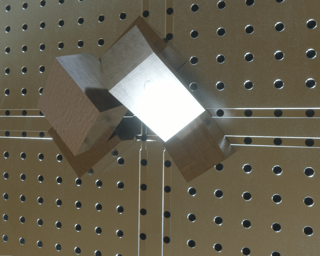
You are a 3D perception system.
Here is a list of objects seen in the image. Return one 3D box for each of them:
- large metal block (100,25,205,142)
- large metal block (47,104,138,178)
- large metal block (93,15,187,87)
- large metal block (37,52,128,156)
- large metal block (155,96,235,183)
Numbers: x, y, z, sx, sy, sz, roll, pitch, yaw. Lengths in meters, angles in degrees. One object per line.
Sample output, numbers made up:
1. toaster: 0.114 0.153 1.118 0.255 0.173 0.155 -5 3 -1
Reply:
1. large metal block: -0.010 -0.046 0.311 0.050 0.080 0.080 -39 35 11
2. large metal block: -0.093 0.010 0.430 0.080 0.050 0.080 -41 78 15
3. large metal block: -0.022 -0.082 0.389 0.080 0.080 0.050 -43 77 15
4. large metal block: -0.089 -0.028 0.360 0.080 0.050 0.080 49 130 13
5. large metal block: 0.041 0.011 0.367 0.050 0.080 0.080 -35 79 16
